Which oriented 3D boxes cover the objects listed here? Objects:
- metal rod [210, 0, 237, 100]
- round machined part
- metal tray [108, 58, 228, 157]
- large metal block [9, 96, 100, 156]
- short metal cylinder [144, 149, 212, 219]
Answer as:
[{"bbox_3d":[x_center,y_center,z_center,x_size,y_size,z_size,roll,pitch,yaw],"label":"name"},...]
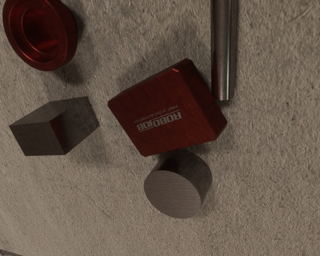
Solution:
[{"bbox_3d":[0.057,-0.165,0.273,0.025,0.025,0.298,8,122,23],"label":"metal rod"},{"bbox_3d":[-0.145,-0.125,0.393,0.098,0.042,0.097,13,124,20],"label":"round machined part"},{"bbox_3d":[0.004,-0.018,0.375,0.130,0.030,0.090,-18,110,45],"label":"metal tray"},{"bbox_3d":[-0.149,-0.003,0.446,0.080,0.080,0.050,-4,116,30],"label":"large metal block"},{"bbox_3d":[0.025,0.076,0.423,0.080,0.050,0.079,13,124,20],"label":"short metal cylinder"}]
